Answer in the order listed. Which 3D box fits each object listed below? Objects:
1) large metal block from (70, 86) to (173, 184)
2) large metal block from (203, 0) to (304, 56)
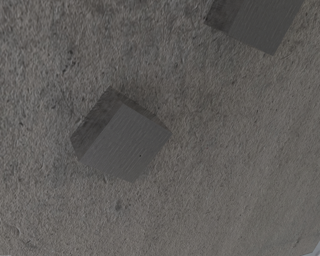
[{"bbox_3d":[-0.046,0.010,0.371,0.080,0.050,0.080,32,101,-38],"label":"large metal block"},{"bbox_3d":[0.112,-0.141,0.364,0.081,0.050,0.080,13,112,-34],"label":"large metal block"}]
